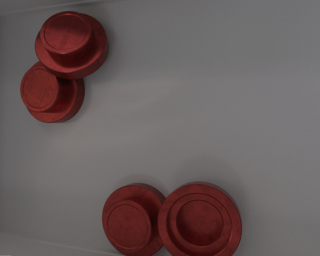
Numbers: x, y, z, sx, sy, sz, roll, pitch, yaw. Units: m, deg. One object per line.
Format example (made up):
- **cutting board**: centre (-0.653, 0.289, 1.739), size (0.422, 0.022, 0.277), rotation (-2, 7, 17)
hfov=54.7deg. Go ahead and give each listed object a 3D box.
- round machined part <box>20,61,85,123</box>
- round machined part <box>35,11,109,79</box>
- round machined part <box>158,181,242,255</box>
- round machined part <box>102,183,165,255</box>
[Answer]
- **round machined part**: centre (-0.166, -0.056, 0.460), size (0.098, 0.042, 0.097), rotation (0, 90, 20)
- **round machined part**: centre (-0.123, -0.119, 0.424), size (0.099, 0.042, 0.098), rotation (0, 70, 1)
- **round machined part**: centre (0.050, 0.114, 0.380), size (0.098, 0.042, 0.097), rotation (0, 89, 14)
- **round machined part**: centre (-0.035, 0.126, 0.414), size (0.098, 0.042, 0.097), rotation (0, 90, 20)
